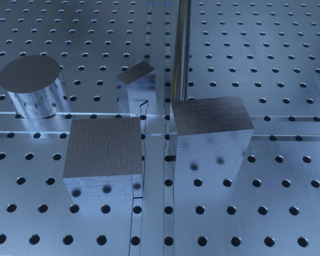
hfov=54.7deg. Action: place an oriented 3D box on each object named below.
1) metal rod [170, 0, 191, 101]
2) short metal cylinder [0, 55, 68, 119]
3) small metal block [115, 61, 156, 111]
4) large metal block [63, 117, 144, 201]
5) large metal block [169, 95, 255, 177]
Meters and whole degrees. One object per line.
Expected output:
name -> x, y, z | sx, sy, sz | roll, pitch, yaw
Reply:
metal rod -> 0.039, -0.141, 0.526 | 0.025, 0.025, 0.300 | 4, 50, 3
short metal cylinder -> -0.176, -0.059, 0.438 | 0.081, 0.050, 0.080 | 0, 50, 0
small metal block -> -0.033, -0.060, 0.441 | 0.050, 0.050, 0.025 | -35, 59, -26
large metal block -> -0.062, 0.035, 0.361 | 0.081, 0.050, 0.080 | -3, 50, -3
large metal block -> 0.055, 0.011, 0.363 | 0.081, 0.080, 0.050 | -5, 51, -5
